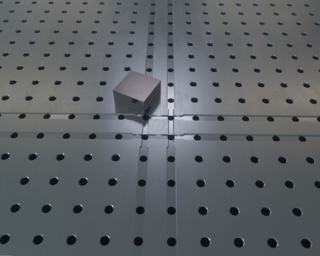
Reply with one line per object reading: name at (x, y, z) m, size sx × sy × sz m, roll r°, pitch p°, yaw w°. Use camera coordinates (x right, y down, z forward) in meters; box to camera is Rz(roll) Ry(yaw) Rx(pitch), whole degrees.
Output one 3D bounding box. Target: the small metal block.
small metal block at (-0.033, -0.053, 0.453) m, size 0.050 × 0.025 × 0.050 m, roll 22°, pitch 53°, yaw 17°
